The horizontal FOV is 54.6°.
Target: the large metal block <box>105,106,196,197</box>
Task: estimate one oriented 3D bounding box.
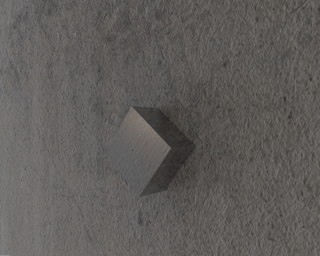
[{"bbox_3d":[-0.014,0.028,0.402,0.080,0.050,0.080,46,118,30],"label":"large metal block"}]
